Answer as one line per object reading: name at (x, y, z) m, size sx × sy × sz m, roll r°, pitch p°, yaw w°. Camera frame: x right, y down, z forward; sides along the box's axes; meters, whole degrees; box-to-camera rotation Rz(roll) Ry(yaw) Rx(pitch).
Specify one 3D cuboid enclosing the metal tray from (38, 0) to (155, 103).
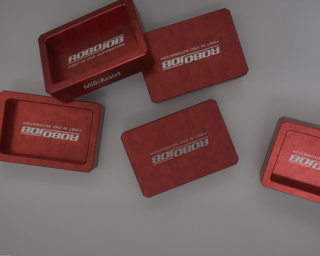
metal tray at (-0.080, -0.096, 0.381) m, size 0.130 × 0.030 × 0.090 m, roll -20°, pitch 67°, yaw 9°

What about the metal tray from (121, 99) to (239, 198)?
metal tray at (0.025, 0.026, 0.409) m, size 0.131 × 0.030 × 0.090 m, roll -21°, pitch 90°, yaw 0°

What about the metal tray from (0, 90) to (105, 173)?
metal tray at (-0.145, 0.004, 0.407) m, size 0.131 × 0.030 × 0.089 m, roll 8°, pitch 90°, yaw 0°

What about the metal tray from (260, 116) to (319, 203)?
metal tray at (0.202, 0.046, 0.385) m, size 0.131 × 0.030 × 0.089 m, roll 16°, pitch 107°, yaw 10°

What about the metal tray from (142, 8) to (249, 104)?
metal tray at (0.039, -0.093, 0.409) m, size 0.131 × 0.030 × 0.090 m, roll -18°, pitch 90°, yaw 0°
